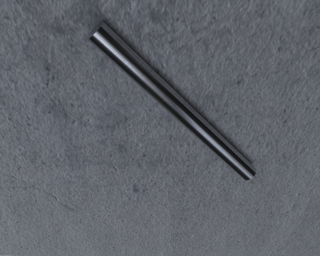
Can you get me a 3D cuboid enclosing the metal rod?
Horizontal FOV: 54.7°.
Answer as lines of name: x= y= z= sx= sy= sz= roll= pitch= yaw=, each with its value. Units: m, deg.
metal rod: x=0.033 y=-0.017 z=0.393 sx=0.025 sy=0.025 sz=0.301 roll=-35 pitch=123 yaw=25
